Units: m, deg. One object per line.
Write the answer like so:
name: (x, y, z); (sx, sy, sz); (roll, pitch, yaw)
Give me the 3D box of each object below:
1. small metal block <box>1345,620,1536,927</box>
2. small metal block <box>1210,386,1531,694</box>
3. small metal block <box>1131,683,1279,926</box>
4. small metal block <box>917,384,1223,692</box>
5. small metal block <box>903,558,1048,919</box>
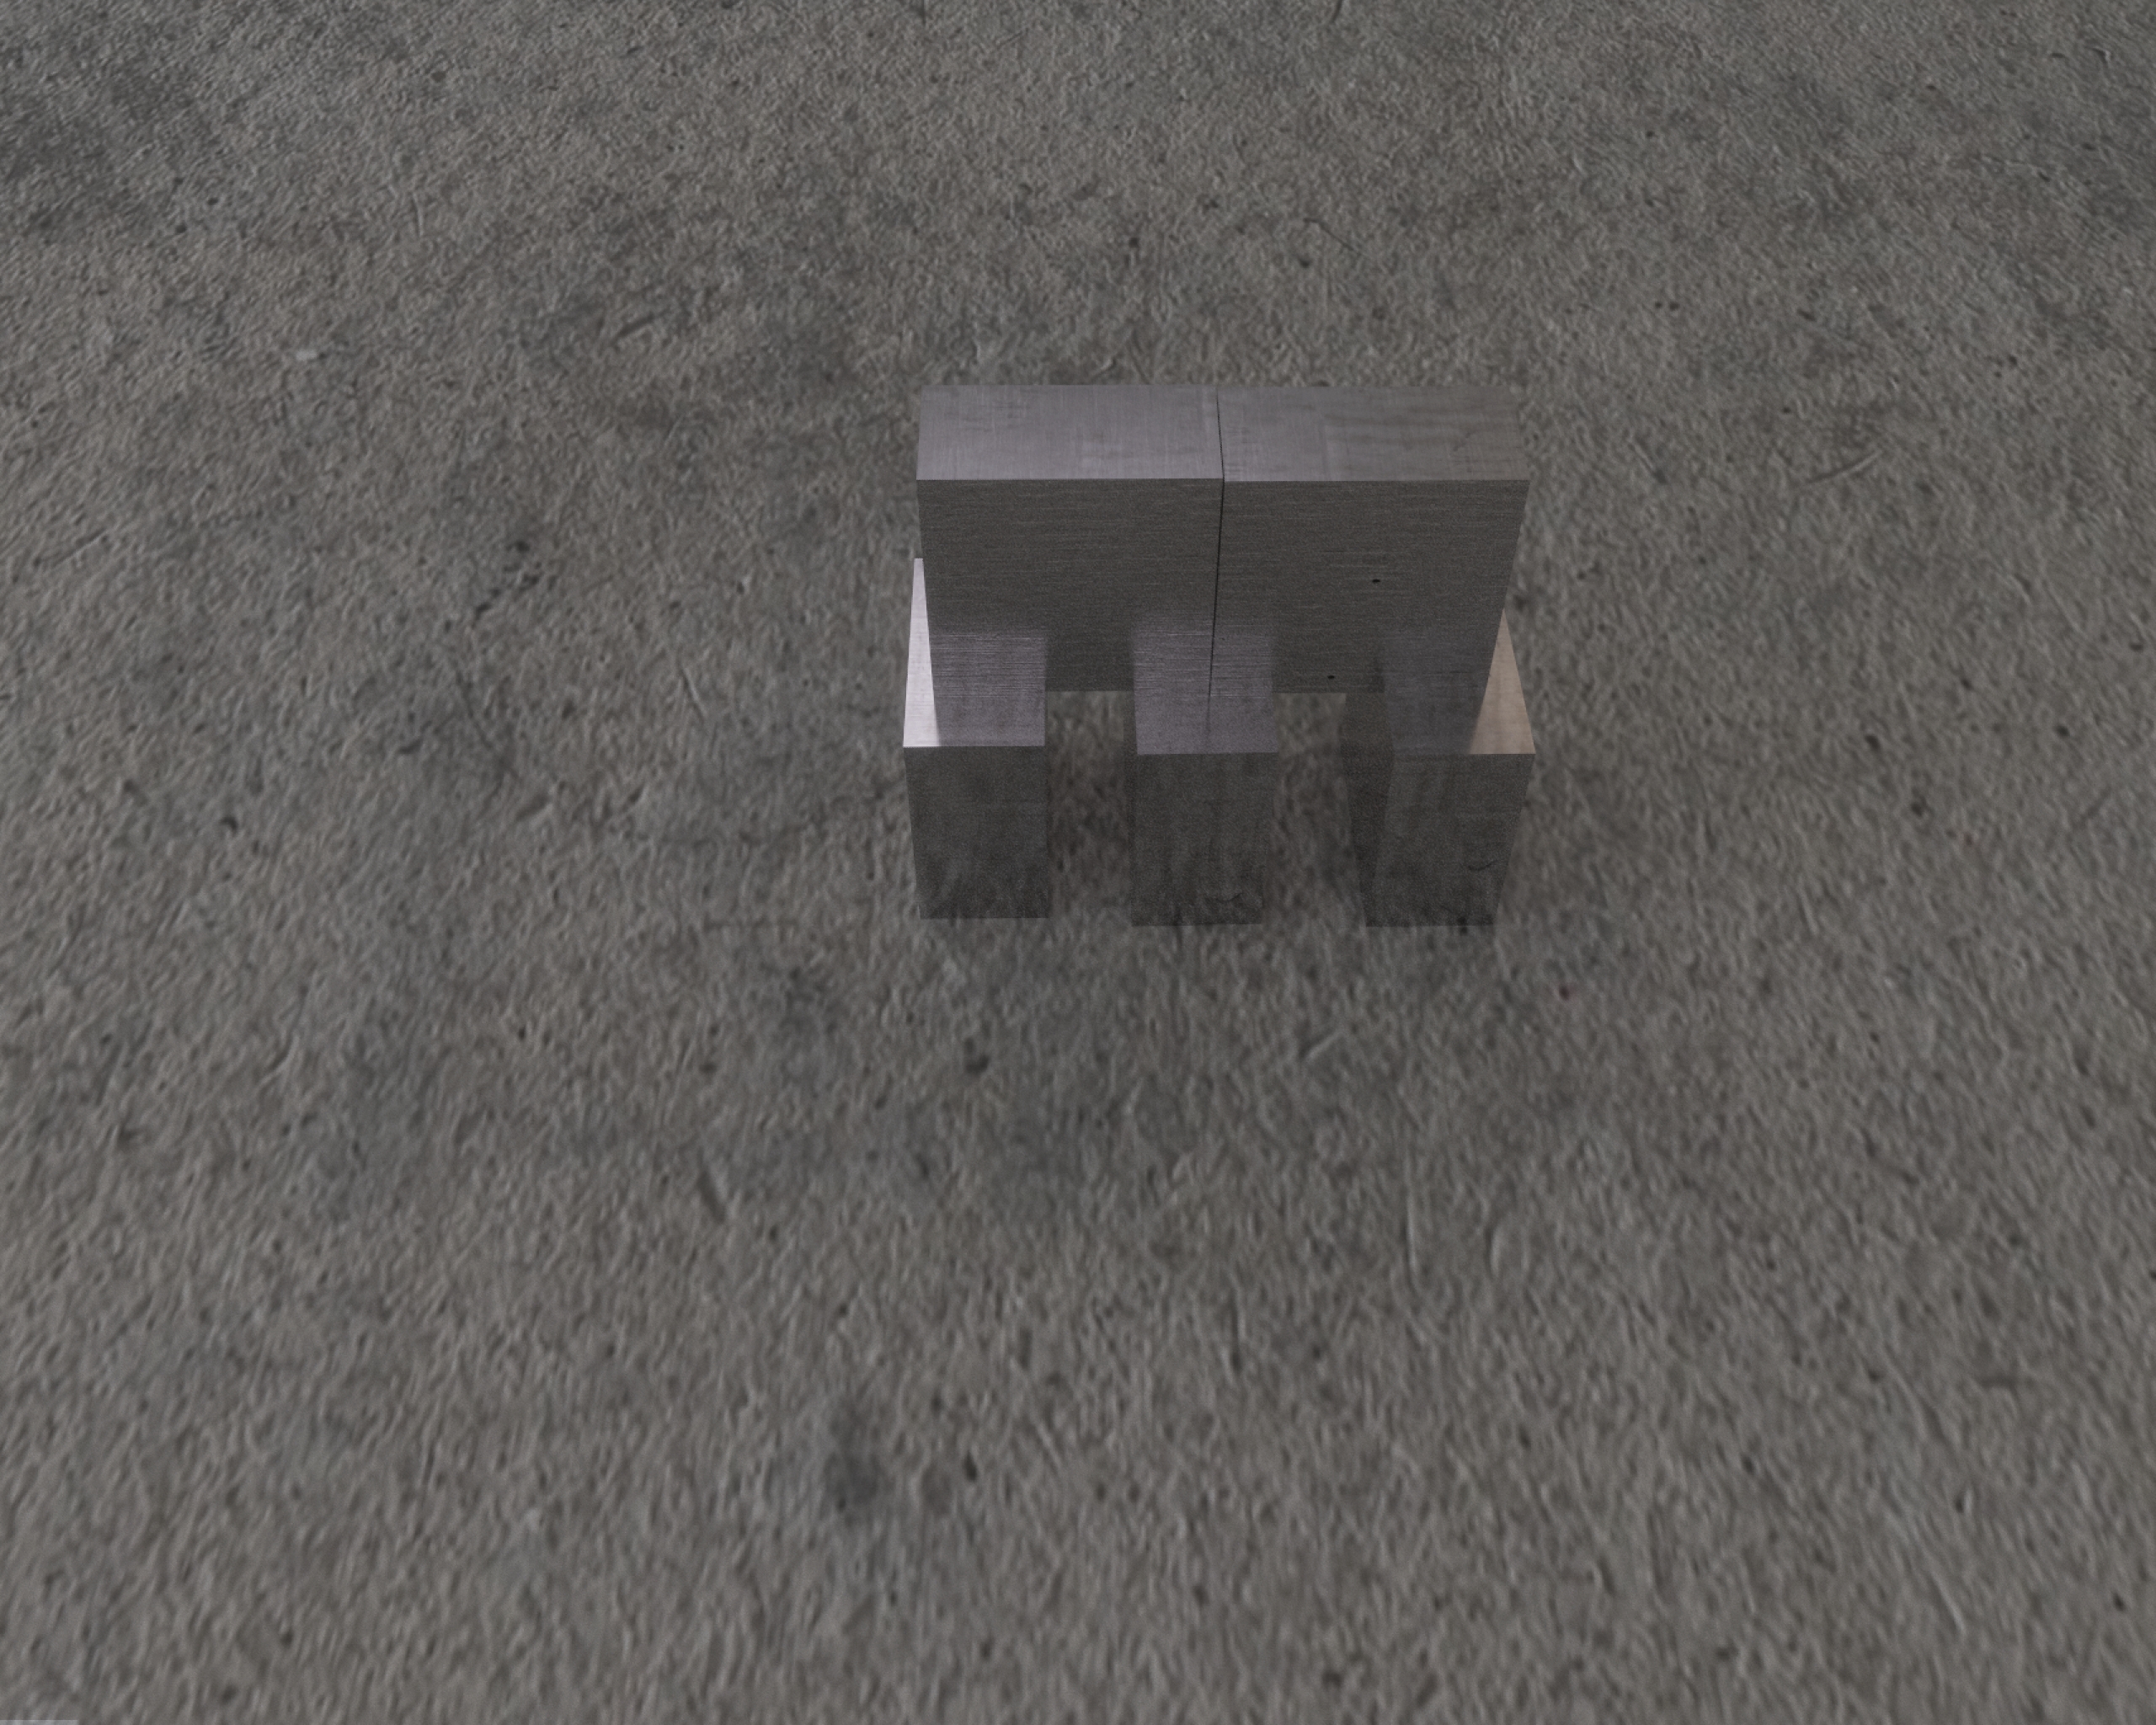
small metal block: (0.069, -0.022, 0.406); (0.025, 0.050, 0.050); (-1, 50, -1)
small metal block: (0.049, -0.056, 0.370); (0.050, 0.050, 0.025); (0, 50, -1)
small metal block: (0.023, -0.023, 0.406); (0.025, 0.050, 0.050); (-1, 50, -1)
small metal block: (-0.001, -0.057, 0.369); (0.050, 0.050, 0.025); (0, 50, -1)
small metal block: (-0.019, -0.024, 0.407); (0.025, 0.050, 0.050); (0, 50, 0)
